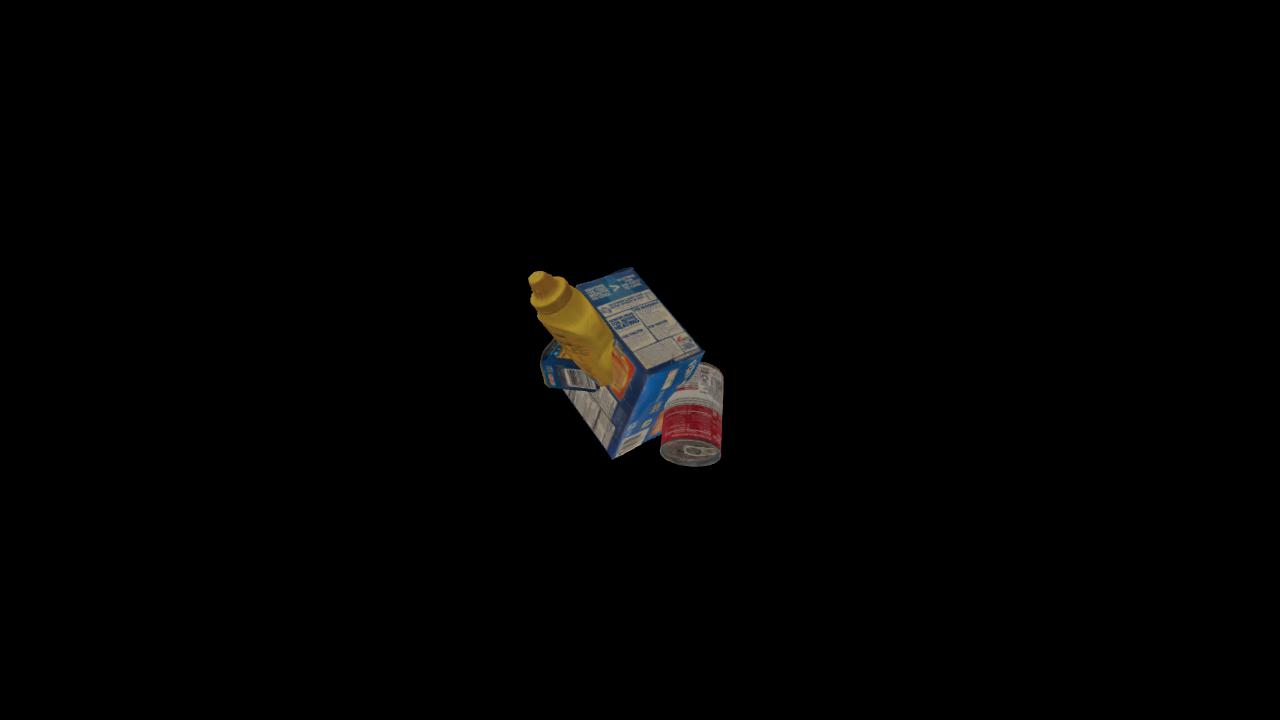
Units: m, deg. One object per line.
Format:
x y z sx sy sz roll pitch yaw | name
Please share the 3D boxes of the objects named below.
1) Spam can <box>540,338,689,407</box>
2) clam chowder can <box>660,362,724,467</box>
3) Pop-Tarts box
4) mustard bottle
-0.059 -0.006 0.737 0.085 0.058 0.101 5 36 24 | Spam can
0.060 0.060 0.695 0.068 0.102 0.068 5 -32 3 | clam chowder can
-0.021 0.006 0.719 0.083 0.141 0.167 -22 -29 -33 | Pop-Tarts box
-0.063 -0.028 0.661 0.092 0.054 0.184 33 -15 45 | mustard bottle
